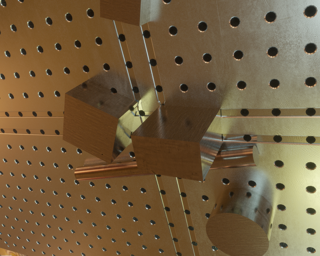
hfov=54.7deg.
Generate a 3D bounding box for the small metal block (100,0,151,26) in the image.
[{"bbox_3d":[-0.038,-0.145,0.340,0.050,0.025,0.050,18,126,17],"label":"small metal block"}]

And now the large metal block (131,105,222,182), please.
[{"bbox_3d":[0.024,0.014,0.371,0.080,0.080,0.050,5,121,25],"label":"large metal block"}]

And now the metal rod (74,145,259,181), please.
[{"bbox_3d":[-0.011,0.056,0.449,0.300,0.025,0.025,-10,113,32],"label":"metal rod"}]

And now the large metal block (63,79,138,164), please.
[{"bbox_3d":[-0.085,-0.009,0.432,0.080,0.050,0.079,25,127,12],"label":"large metal block"}]

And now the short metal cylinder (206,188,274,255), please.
[{"bbox_3d":[0.108,0.128,0.416,0.080,0.050,0.079,13,124,20],"label":"short metal cylinder"}]
